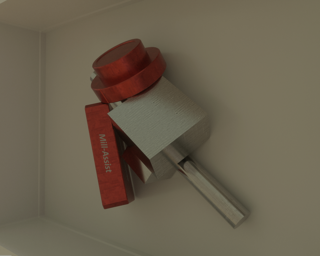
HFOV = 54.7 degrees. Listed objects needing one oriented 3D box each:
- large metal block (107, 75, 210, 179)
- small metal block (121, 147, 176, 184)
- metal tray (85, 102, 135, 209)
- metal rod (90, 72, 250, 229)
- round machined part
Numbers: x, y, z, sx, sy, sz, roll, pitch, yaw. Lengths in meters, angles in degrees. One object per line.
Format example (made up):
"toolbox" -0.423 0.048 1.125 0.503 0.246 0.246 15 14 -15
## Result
"large metal block" 0.000 -0.002 0.361 0.080 0.050 0.080 -37 58 -14
"small metal block" -0.012 0.042 0.396 0.050 0.050 0.025 45 117 30
"metal tray" -0.065 0.038 0.416 0.030 0.090 0.129 -12 80 -2
"metal rod" -0.005 0.009 0.407 0.300 0.025 0.025 44 116 30
"round machined part" -0.045 -0.077 0.390 0.098 0.098 0.042 -2 129 39
